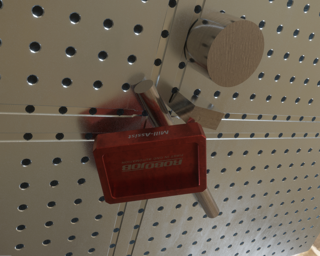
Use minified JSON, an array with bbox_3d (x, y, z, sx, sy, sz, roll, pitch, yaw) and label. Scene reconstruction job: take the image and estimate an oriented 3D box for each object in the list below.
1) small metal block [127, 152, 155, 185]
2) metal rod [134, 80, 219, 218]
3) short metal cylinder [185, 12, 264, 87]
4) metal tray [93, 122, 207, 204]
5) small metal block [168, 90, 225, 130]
[{"bbox_3d":[-0.026,0.047,0.428,0.050,0.025,0.050,-13,124,-22],"label":"small metal block"},{"bbox_3d":[0.038,0.051,0.465,0.025,0.025,0.299,-35,129,-6],"label":"metal rod"},{"bbox_3d":[0.079,-0.097,0.380,0.081,0.050,0.079,-14,124,-21],"label":"short metal cylinder"},{"bbox_3d":[-0.009,0.045,0.387,0.131,0.030,0.089,-7,122,-2],"label":"metal tray"},{"bbox_3d":[0.047,-0.024,0.408,0.050,0.050,0.025,12,112,-34],"label":"small metal block"}]
